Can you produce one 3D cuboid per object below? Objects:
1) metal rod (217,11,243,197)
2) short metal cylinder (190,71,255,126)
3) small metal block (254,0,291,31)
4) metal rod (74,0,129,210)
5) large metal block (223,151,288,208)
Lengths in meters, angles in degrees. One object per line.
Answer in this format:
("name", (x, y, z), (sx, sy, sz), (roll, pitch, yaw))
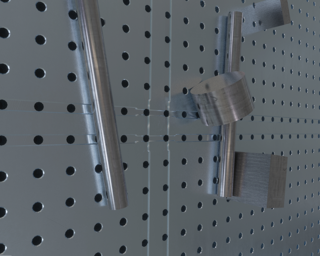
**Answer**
("metal rod", (0.114, -0.040, 0.505), (0.025, 0.025, 0.298), (7, 86, -40))
("short metal cylinder", (0.090, -0.043, 0.450), (0.081, 0.080, 0.050), (-35, 112, -34))
("small metal block", (0.205, -0.209, 0.565), (0.025, 0.050, 0.050), (-25, 106, -37))
("metal rod", (-0.069, -0.054, 0.351), (0.025, 0.025, 0.298), (-13, 99, -39))
("large metal block", (0.154, 0.082, 0.503), (0.050, 0.080, 0.080), (11, 83, -40))
